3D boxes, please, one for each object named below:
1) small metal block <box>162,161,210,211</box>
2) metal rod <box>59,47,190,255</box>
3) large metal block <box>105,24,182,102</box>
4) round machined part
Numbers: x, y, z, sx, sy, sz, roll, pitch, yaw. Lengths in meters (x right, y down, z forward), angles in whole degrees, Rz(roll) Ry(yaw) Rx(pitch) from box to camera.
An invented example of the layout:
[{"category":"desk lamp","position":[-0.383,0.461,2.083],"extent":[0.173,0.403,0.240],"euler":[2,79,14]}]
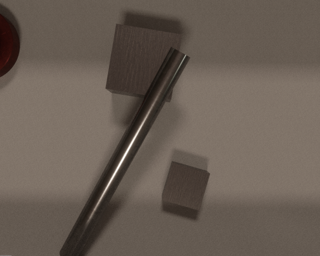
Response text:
[{"category":"small metal block","position":[0.034,0.076,0.412],"extent":[0.050,0.025,0.050],"euler":[16,90,-1]},{"category":"metal rod","position":[-0.049,0.042,0.380],"extent":[0.025,0.025,0.298],"euler":[30,102,-1]},{"category":"large metal block","position":[-0.020,-0.080,0.399],"extent":[0.080,0.050,0.080],"euler":[9,90,-1]},{"category":"round machined part","position":[-0.240,-0.112,0.400],"extent":[0.099,0.042,0.097],"euler":[0,90,-1]}]
